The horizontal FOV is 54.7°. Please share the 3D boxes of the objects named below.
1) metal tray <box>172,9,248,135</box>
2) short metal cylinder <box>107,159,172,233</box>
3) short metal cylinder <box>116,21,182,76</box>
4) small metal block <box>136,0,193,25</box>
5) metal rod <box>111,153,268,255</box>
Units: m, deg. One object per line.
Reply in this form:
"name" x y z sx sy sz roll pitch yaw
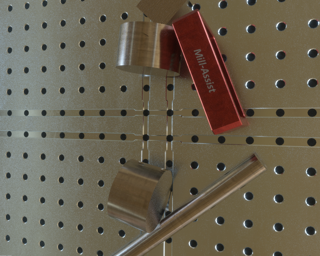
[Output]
"metal tray" 0.061 -0.059 0.356 0.030 0.090 0.129 -22 83 19
"short metal cylinder" -0.023 0.085 0.392 0.050 0.080 0.080 15 95 19
"short metal cylinder" -0.012 -0.096 0.388 0.080 0.080 0.050 7 93 20
"small metal block" 0.006 -0.162 0.410 0.050 0.025 0.050 47 104 14
"metal rod" 0.009 0.132 0.409 0.300 0.025 0.025 -39 78 15
